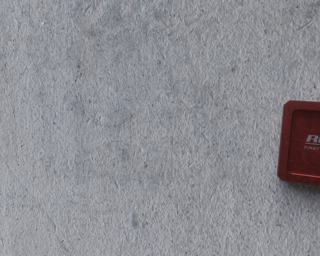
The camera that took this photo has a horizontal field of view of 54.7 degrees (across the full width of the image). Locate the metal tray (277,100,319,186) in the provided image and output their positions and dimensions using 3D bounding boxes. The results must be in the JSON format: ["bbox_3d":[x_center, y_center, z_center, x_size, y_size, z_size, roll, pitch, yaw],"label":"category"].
[{"bbox_3d":[0.200,0.019,0.335,0.130,0.030,0.089,6,92,19],"label":"metal tray"}]
